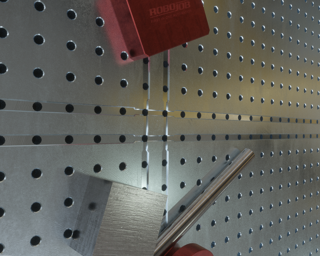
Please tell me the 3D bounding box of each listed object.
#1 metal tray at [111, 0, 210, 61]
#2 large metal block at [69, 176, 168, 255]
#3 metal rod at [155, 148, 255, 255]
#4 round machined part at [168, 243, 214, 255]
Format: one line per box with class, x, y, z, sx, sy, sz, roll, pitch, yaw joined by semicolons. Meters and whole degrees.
metal tray;0.005;-0.152;0.412;0.131;0.030;0.089;-30;109;-36
large metal block;-0.046;0.106;0.357;0.080;0.050;0.080;23;75;-38
metal rod;0.054;0.119;0.457;0.302;0.025;0.025;-36;113;-34
round machined part;0.029;0.203;0.418;0.099;0.042;0.097;-12;108;-43
